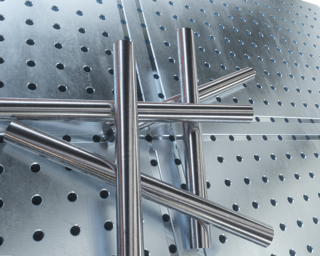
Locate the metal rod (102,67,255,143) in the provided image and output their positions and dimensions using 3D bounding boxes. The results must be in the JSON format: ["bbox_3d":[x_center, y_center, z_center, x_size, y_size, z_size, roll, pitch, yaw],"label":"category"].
[{"bbox_3d":[0.048,-0.045,0.460,0.302,0.025,0.025,-25,75,-37],"label":"metal rod"}]

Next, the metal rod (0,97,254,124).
[{"bbox_3d":[-0.031,-0.019,0.364,0.302,0.025,0.025,0,61,-15],"label":"metal rod"}]

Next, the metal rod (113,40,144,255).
[{"bbox_3d":[-0.032,0.048,0.308,0.025,0.025,0.299,5,70,-26],"label":"metal rod"}]

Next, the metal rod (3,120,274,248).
[{"bbox_3d":[-0.018,0.062,0.335,0.301,0.025,0.025,23,53,-5],"label":"metal rod"}]

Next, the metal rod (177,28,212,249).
[{"bbox_3d":[0.042,-0.003,0.406,0.025,0.025,0.299,8,66,-24],"label":"metal rod"}]
